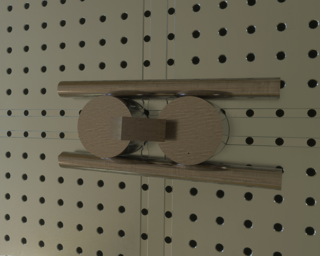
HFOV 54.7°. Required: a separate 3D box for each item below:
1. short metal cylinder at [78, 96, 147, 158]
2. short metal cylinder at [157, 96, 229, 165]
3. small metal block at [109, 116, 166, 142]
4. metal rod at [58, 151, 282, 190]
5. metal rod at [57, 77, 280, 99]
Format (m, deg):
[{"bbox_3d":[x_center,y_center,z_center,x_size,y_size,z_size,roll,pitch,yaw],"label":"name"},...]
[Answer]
[{"bbox_3d":[-0.062,-0.002,0.418,0.080,0.050,0.079,0,90,20],"label":"short metal cylinder"},{"bbox_3d":[0.041,0.003,0.381,0.080,0.050,0.079,0,90,20],"label":"short metal cylinder"},{"bbox_3d":[-0.027,0.001,0.356,0.050,0.050,0.025,3,91,-23],"label":"small metal block"},{"bbox_3d":[-0.001,0.053,0.409,0.301,0.025,0.025,3,91,19],"label":"metal rod"},{"bbox_3d":[-0.002,-0.052,0.410,0.301,0.025,0.025,2,91,19],"label":"metal rod"}]
